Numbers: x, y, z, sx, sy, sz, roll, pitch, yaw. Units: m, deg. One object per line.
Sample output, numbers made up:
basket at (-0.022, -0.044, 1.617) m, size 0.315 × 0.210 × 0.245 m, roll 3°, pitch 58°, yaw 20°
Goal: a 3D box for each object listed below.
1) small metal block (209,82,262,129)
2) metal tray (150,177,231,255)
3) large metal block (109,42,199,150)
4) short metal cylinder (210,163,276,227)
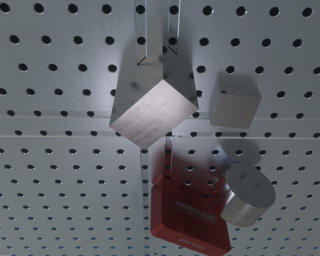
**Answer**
small metal block at (0.092, -0.028, 0.389) m, size 0.050 × 0.025 × 0.050 m, roll 5°, pitch 130°, yaw -5°
metal tray at (0.048, 0.142, 0.489) m, size 0.131 × 0.090 × 0.030 m, roll 27°, pitch 125°, yaw -22°
large metal block at (-0.007, -0.036, 0.345) m, size 0.050 × 0.080 × 0.080 m, roll 37°, pitch 121°, yaw -27°
short metal cylinder at (0.122, 0.098, 0.461) m, size 0.081 × 0.080 × 0.050 m, roll 15°, pitch 129°, yaw -12°
